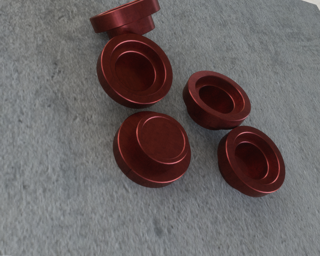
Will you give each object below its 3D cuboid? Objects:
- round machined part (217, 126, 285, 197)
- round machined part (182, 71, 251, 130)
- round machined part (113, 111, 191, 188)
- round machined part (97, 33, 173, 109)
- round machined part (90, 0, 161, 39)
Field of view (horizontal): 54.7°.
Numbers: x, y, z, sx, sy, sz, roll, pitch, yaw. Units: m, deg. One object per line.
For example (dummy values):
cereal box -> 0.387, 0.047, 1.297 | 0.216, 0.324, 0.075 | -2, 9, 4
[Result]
round machined part -> 0.121, 0.049, 0.430 | 0.099, 0.042, 0.098 | 14, 56, -21
round machined part -> 0.078, -0.035, 0.451 | 0.099, 0.042, 0.098 | 13, 48, -15
round machined part -> -0.004, 0.020, 0.380 | 0.099, 0.042, 0.098 | 14, 56, -21
round machined part -> -0.036, -0.071, 0.410 | 0.099, 0.042, 0.098 | 9, 70, -26
round machined part -> -0.046, -0.152, 0.439 | 0.099, 0.098, 0.042 | -42, 122, -39
